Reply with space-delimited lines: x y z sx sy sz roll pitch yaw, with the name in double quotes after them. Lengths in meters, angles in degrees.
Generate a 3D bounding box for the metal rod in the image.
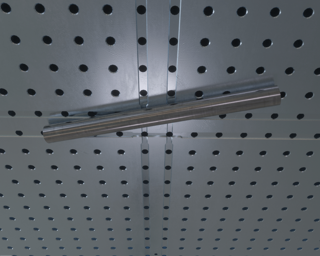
-0.004 -0.016 0.397 0.301 0.025 0.025 -9 130 7 "metal rod"
